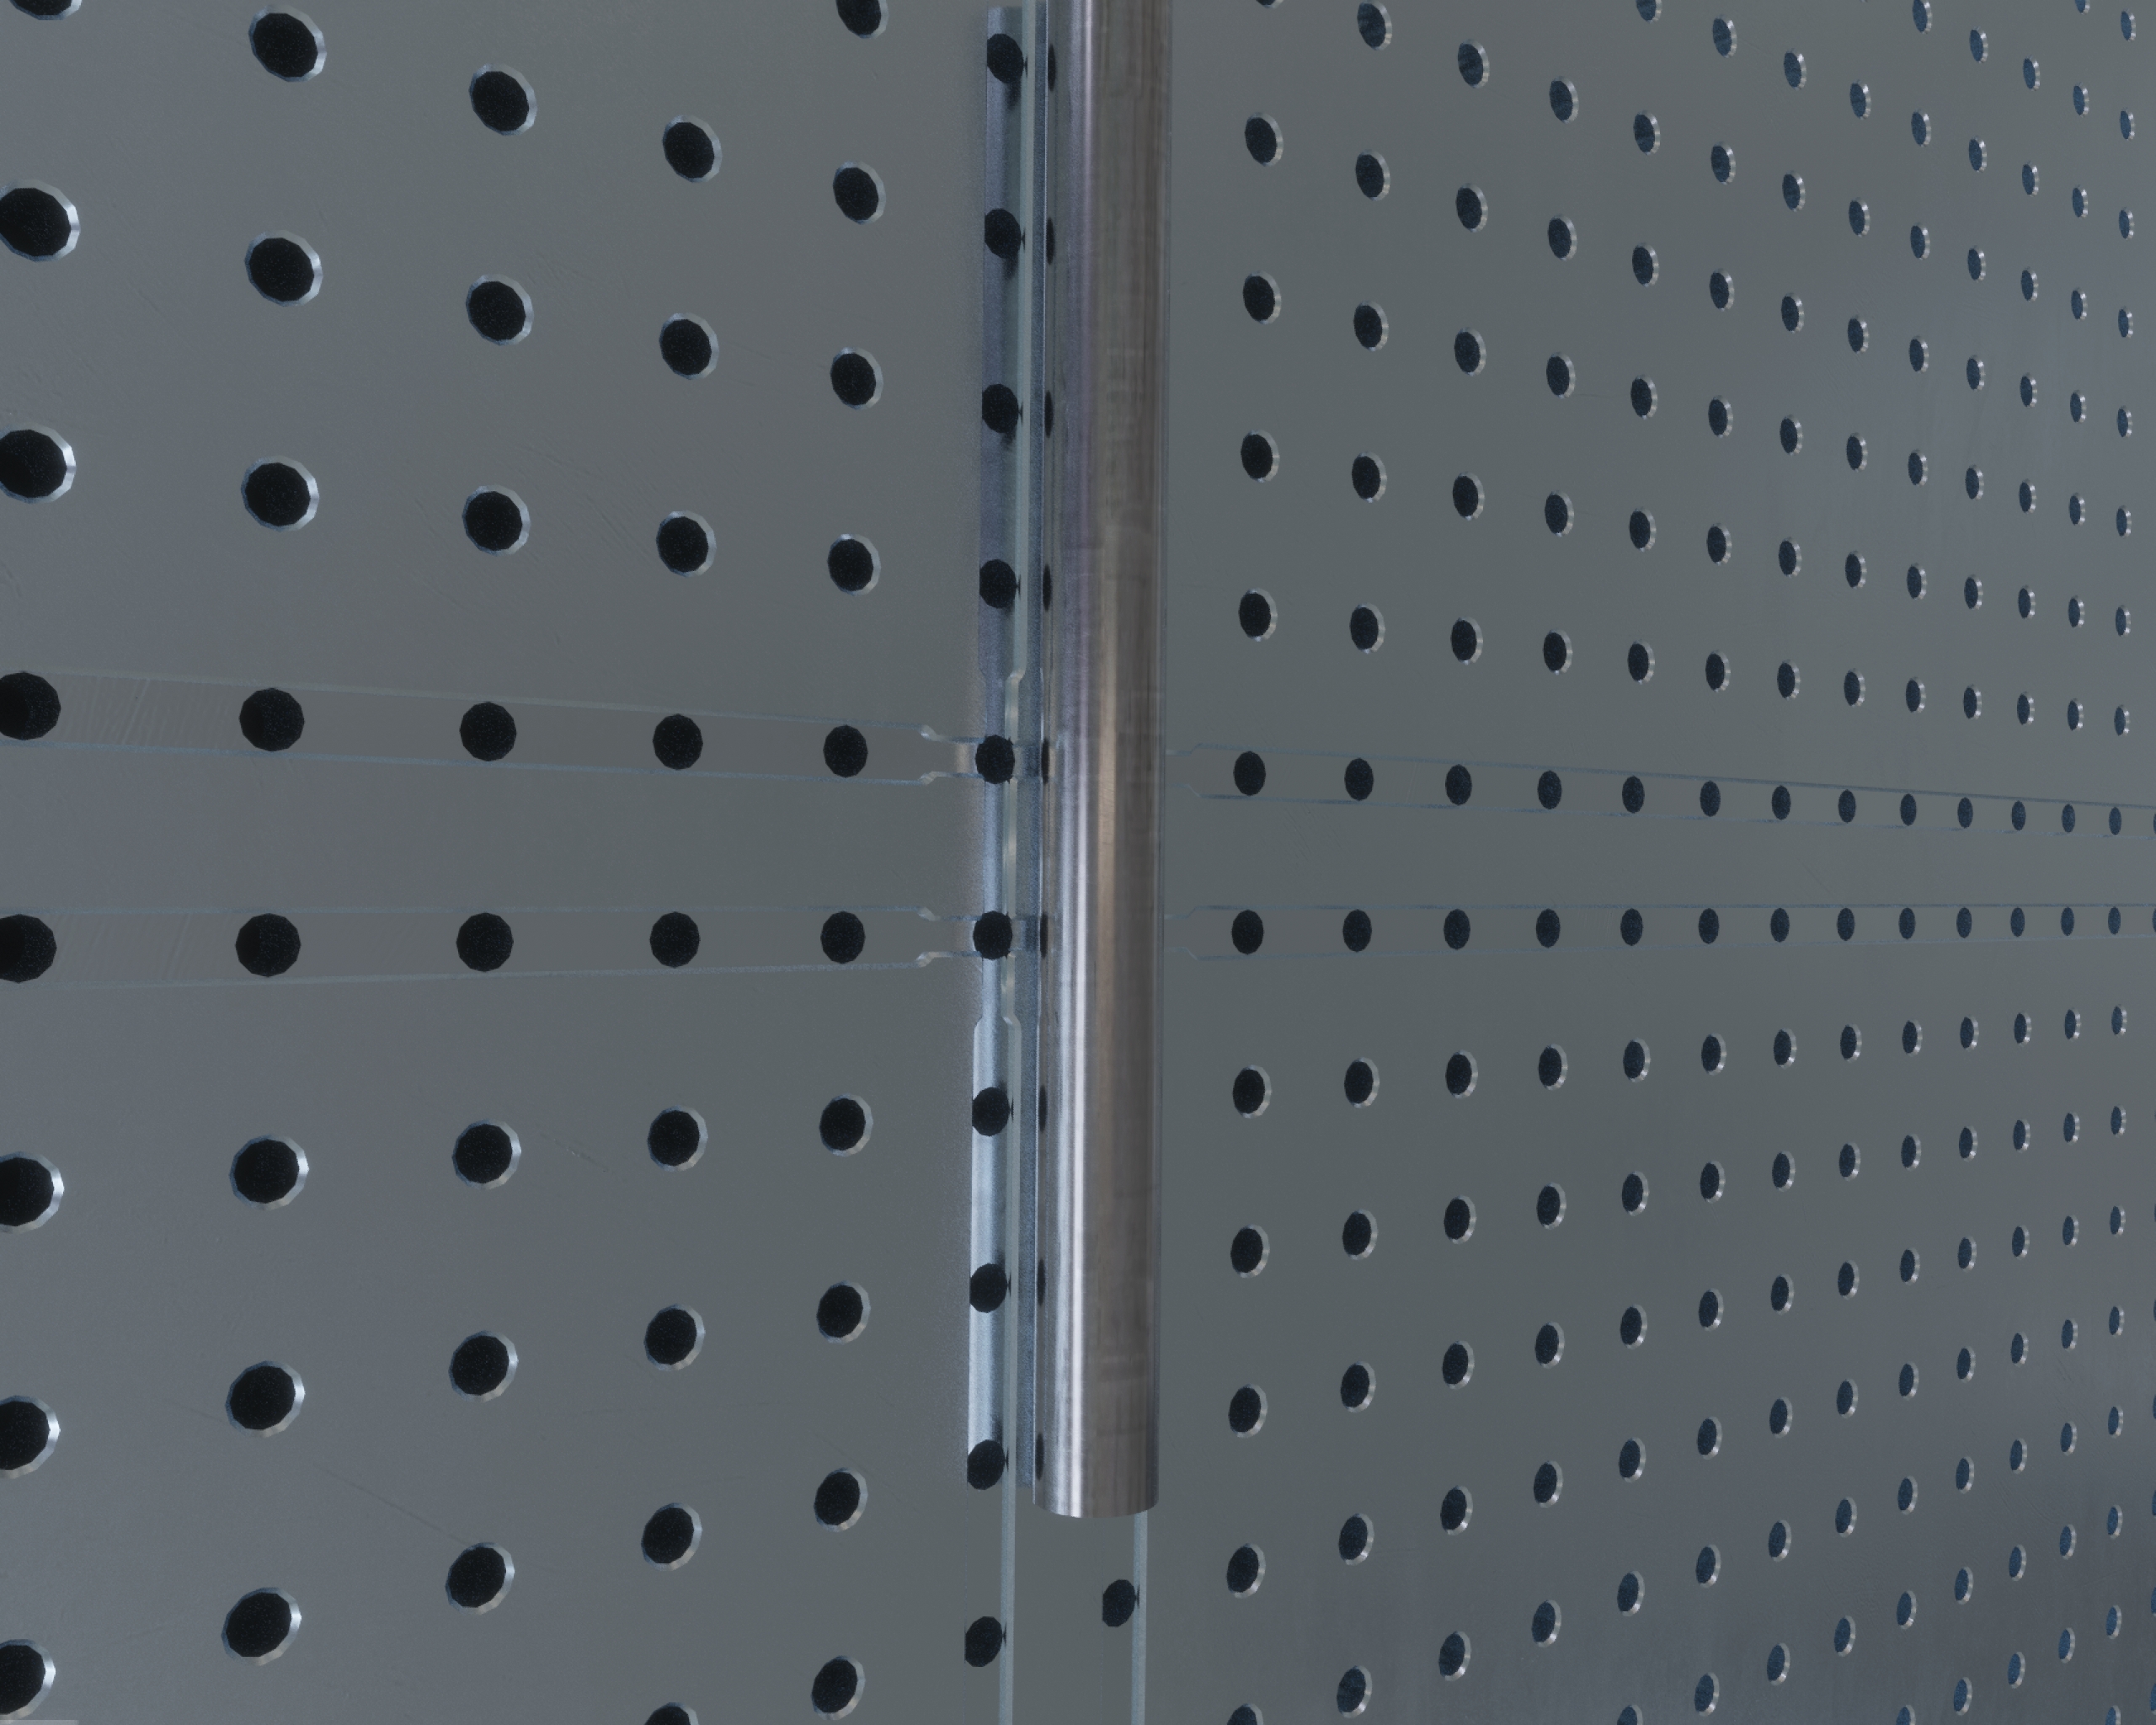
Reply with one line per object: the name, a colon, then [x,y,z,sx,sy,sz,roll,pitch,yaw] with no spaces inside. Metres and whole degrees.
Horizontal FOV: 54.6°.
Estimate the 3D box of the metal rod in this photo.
metal rod: [0.005,-0.024,0.412,0.025,0.025,0.298,1,90,-40]
